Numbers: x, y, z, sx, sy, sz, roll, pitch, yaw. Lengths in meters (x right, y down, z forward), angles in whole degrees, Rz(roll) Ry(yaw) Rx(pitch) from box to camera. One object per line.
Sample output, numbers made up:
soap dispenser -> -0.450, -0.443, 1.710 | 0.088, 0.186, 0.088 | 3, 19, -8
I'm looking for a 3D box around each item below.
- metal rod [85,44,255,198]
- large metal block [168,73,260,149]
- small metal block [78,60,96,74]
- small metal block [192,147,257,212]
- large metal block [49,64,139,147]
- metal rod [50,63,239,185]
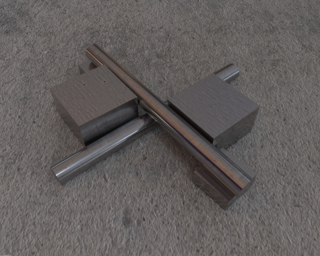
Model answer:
metal rod -> -0.006, -0.026, 0.393 | 0.025, 0.025, 0.300 | -32, 57, -24
large metal block -> 0.066, -0.015, 0.402 | 0.081, 0.050, 0.080 | -32, 57, -24
small metal block -> -0.089, -0.084, 0.476 | 0.050, 0.025, 0.050 | -30, 56, -23
small metal block -> 0.074, 0.058, 0.357 | 0.050, 0.025, 0.050 | -36, 59, -26
large metal block -> -0.085, -0.029, 0.410 | 0.081, 0.050, 0.080 | -30, 56, -23
metal rod -> -0.003, -0.017, 0.420 | 0.302, 0.025, 0.025 | -32, 57, -24
